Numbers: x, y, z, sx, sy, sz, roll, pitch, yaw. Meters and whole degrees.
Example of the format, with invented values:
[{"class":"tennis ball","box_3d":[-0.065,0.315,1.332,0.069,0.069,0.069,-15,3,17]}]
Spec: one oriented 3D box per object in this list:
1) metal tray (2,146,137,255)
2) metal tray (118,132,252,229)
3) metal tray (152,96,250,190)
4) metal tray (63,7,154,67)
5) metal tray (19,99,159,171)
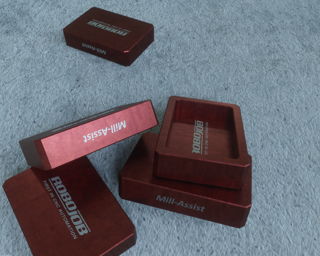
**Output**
[{"class":"metal tray","box_3d":[-0.096,0.088,0.325,0.091,0.030,0.130,-29,56,-22]},{"class":"metal tray","box_3d":[0.031,0.051,0.339,0.131,0.030,0.090,12,32,9]},{"class":"metal tray","box_3d":[0.047,0.009,0.351,0.090,0.030,0.130,9,31,4]},{"class":"metal tray","box_3d":[-0.087,-0.160,0.534,0.130,0.030,0.090,23,53,18]},{"class":"metal tray","box_3d":[-0.079,0.005,0.345,0.131,0.030,0.090,-23,10,-32]}]
